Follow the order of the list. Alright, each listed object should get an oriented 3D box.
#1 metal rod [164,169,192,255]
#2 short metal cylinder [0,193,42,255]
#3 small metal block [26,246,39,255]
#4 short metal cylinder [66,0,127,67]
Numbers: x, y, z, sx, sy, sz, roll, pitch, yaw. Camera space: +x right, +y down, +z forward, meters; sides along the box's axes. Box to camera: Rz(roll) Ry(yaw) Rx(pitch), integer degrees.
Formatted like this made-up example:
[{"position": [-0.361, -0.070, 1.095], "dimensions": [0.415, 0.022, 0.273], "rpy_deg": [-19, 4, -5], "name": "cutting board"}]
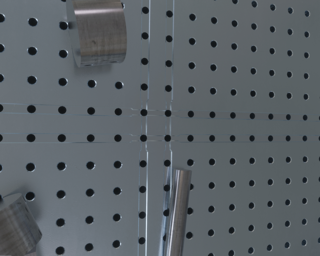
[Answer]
[{"position": [0.014, 0.205, 0.418], "dimensions": [0.025, 0.025, 0.298], "rpy_deg": [7, 88, -20], "name": "metal rod"}, {"position": [-0.172, 0.110, 0.320], "dimensions": [0.081, 0.080, 0.050], "rpy_deg": [-26, 99, -18], "name": "short metal cylinder"}, {"position": [-0.163, 0.168, 0.353], "dimensions": [0.050, 0.025, 0.050], "rpy_deg": [-12, 94, -20], "name": "small metal block"}, {"position": [-0.074, -0.113, 0.356], "dimensions": [0.050, 0.080, 0.080], "rpy_deg": [-11, 94, -20], "name": "short metal cylinder"}]
